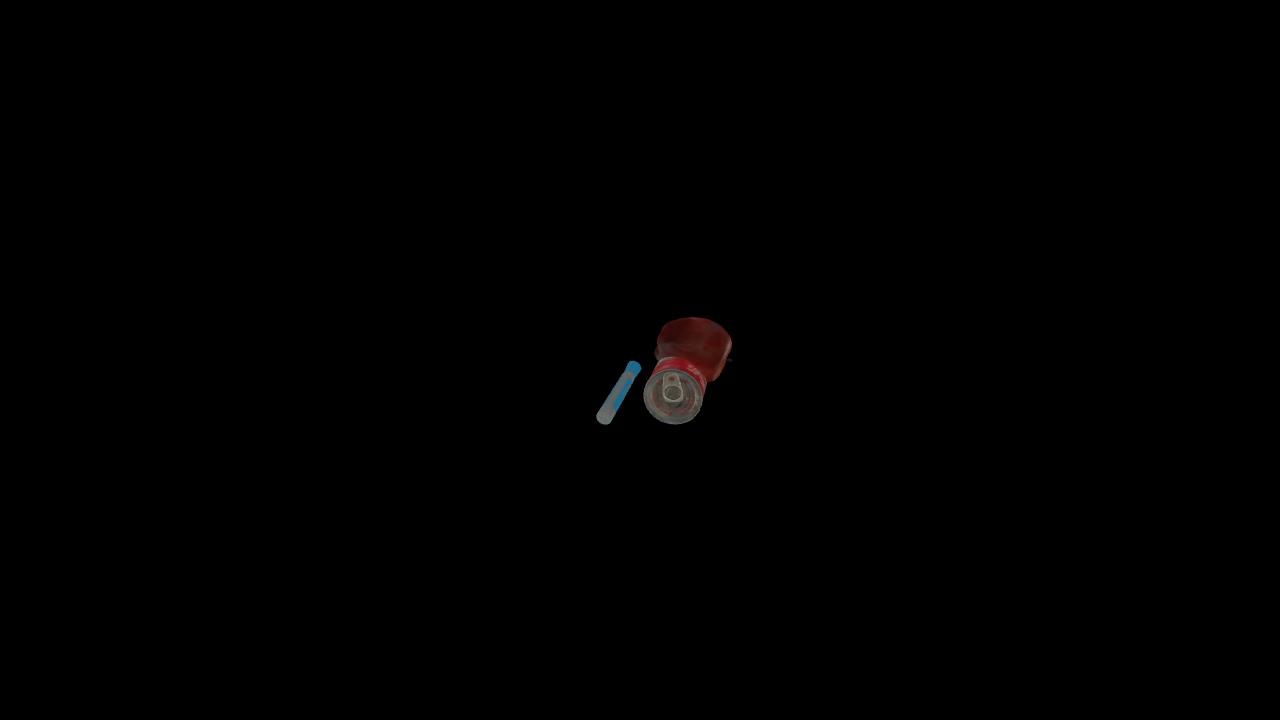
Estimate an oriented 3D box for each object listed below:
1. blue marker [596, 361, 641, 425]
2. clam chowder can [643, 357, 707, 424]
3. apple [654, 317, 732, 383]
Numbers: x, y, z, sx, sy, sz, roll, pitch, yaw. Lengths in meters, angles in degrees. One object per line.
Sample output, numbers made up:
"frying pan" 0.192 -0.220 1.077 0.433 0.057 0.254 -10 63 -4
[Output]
"blue marker" -0.023 0.036 0.748 0.020 0.020 0.121 0 30 20
"clam chowder can" 0.046 0.025 0.734 0.068 0.068 0.102 0 19 11
"apple" 0.067 -0.013 0.745 0.093 0.079 0.079 19 3 10
